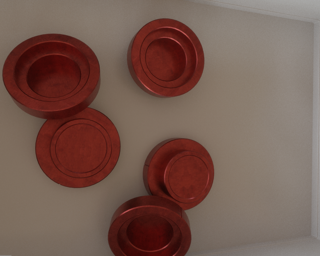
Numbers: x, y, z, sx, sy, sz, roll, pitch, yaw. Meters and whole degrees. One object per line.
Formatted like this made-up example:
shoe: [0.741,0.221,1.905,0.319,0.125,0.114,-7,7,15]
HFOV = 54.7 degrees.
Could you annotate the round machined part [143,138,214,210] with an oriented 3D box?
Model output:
round machined part: [0.030,0.062,0.414,0.099,0.042,0.097,0,90,-21]

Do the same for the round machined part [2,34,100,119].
round machined part: [-0.117,-0.053,0.346,0.099,0.042,0.098,3,66,-8]

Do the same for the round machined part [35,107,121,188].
round machined part: [-0.095,0.023,0.367,0.099,0.042,0.097,0,90,-21]

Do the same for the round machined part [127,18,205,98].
round machined part: [0.005,-0.088,0.404,0.099,0.042,0.097,0,90,-21]

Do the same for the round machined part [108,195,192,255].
round machined part: [-0.012,0.124,0.384,0.099,0.042,0.097,0,113,0]
